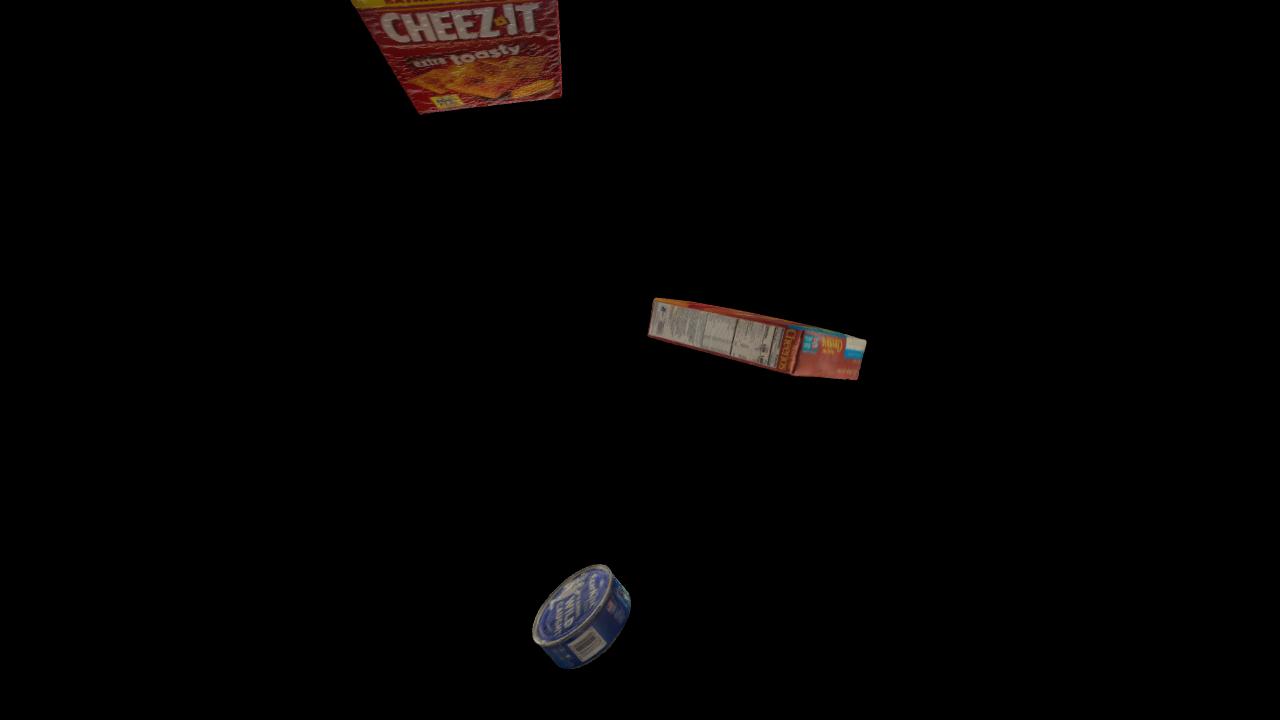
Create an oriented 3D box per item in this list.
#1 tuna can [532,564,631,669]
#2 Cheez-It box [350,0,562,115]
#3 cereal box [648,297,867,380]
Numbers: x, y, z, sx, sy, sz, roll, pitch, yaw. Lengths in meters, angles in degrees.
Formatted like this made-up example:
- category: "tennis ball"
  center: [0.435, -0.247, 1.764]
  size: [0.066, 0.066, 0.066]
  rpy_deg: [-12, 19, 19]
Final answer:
- category: "tuna can"
  center: [-0.049, 0.218, 0.525]
  size: [0.084, 0.034, 0.084]
  rpy_deg: [-34, 13, 9]
- category: "Cheez-It box"
  center: [-0.160, -0.318, 0.585]
  size: [0.166, 0.071, 0.223]
  rpy_deg: [-9, 0, -6]
- category: "cereal box"
  center: [0.190, -0.038, 1.029]
  size: [0.203, 0.081, 0.306]
  rpy_deg: [4, 9, -44]
